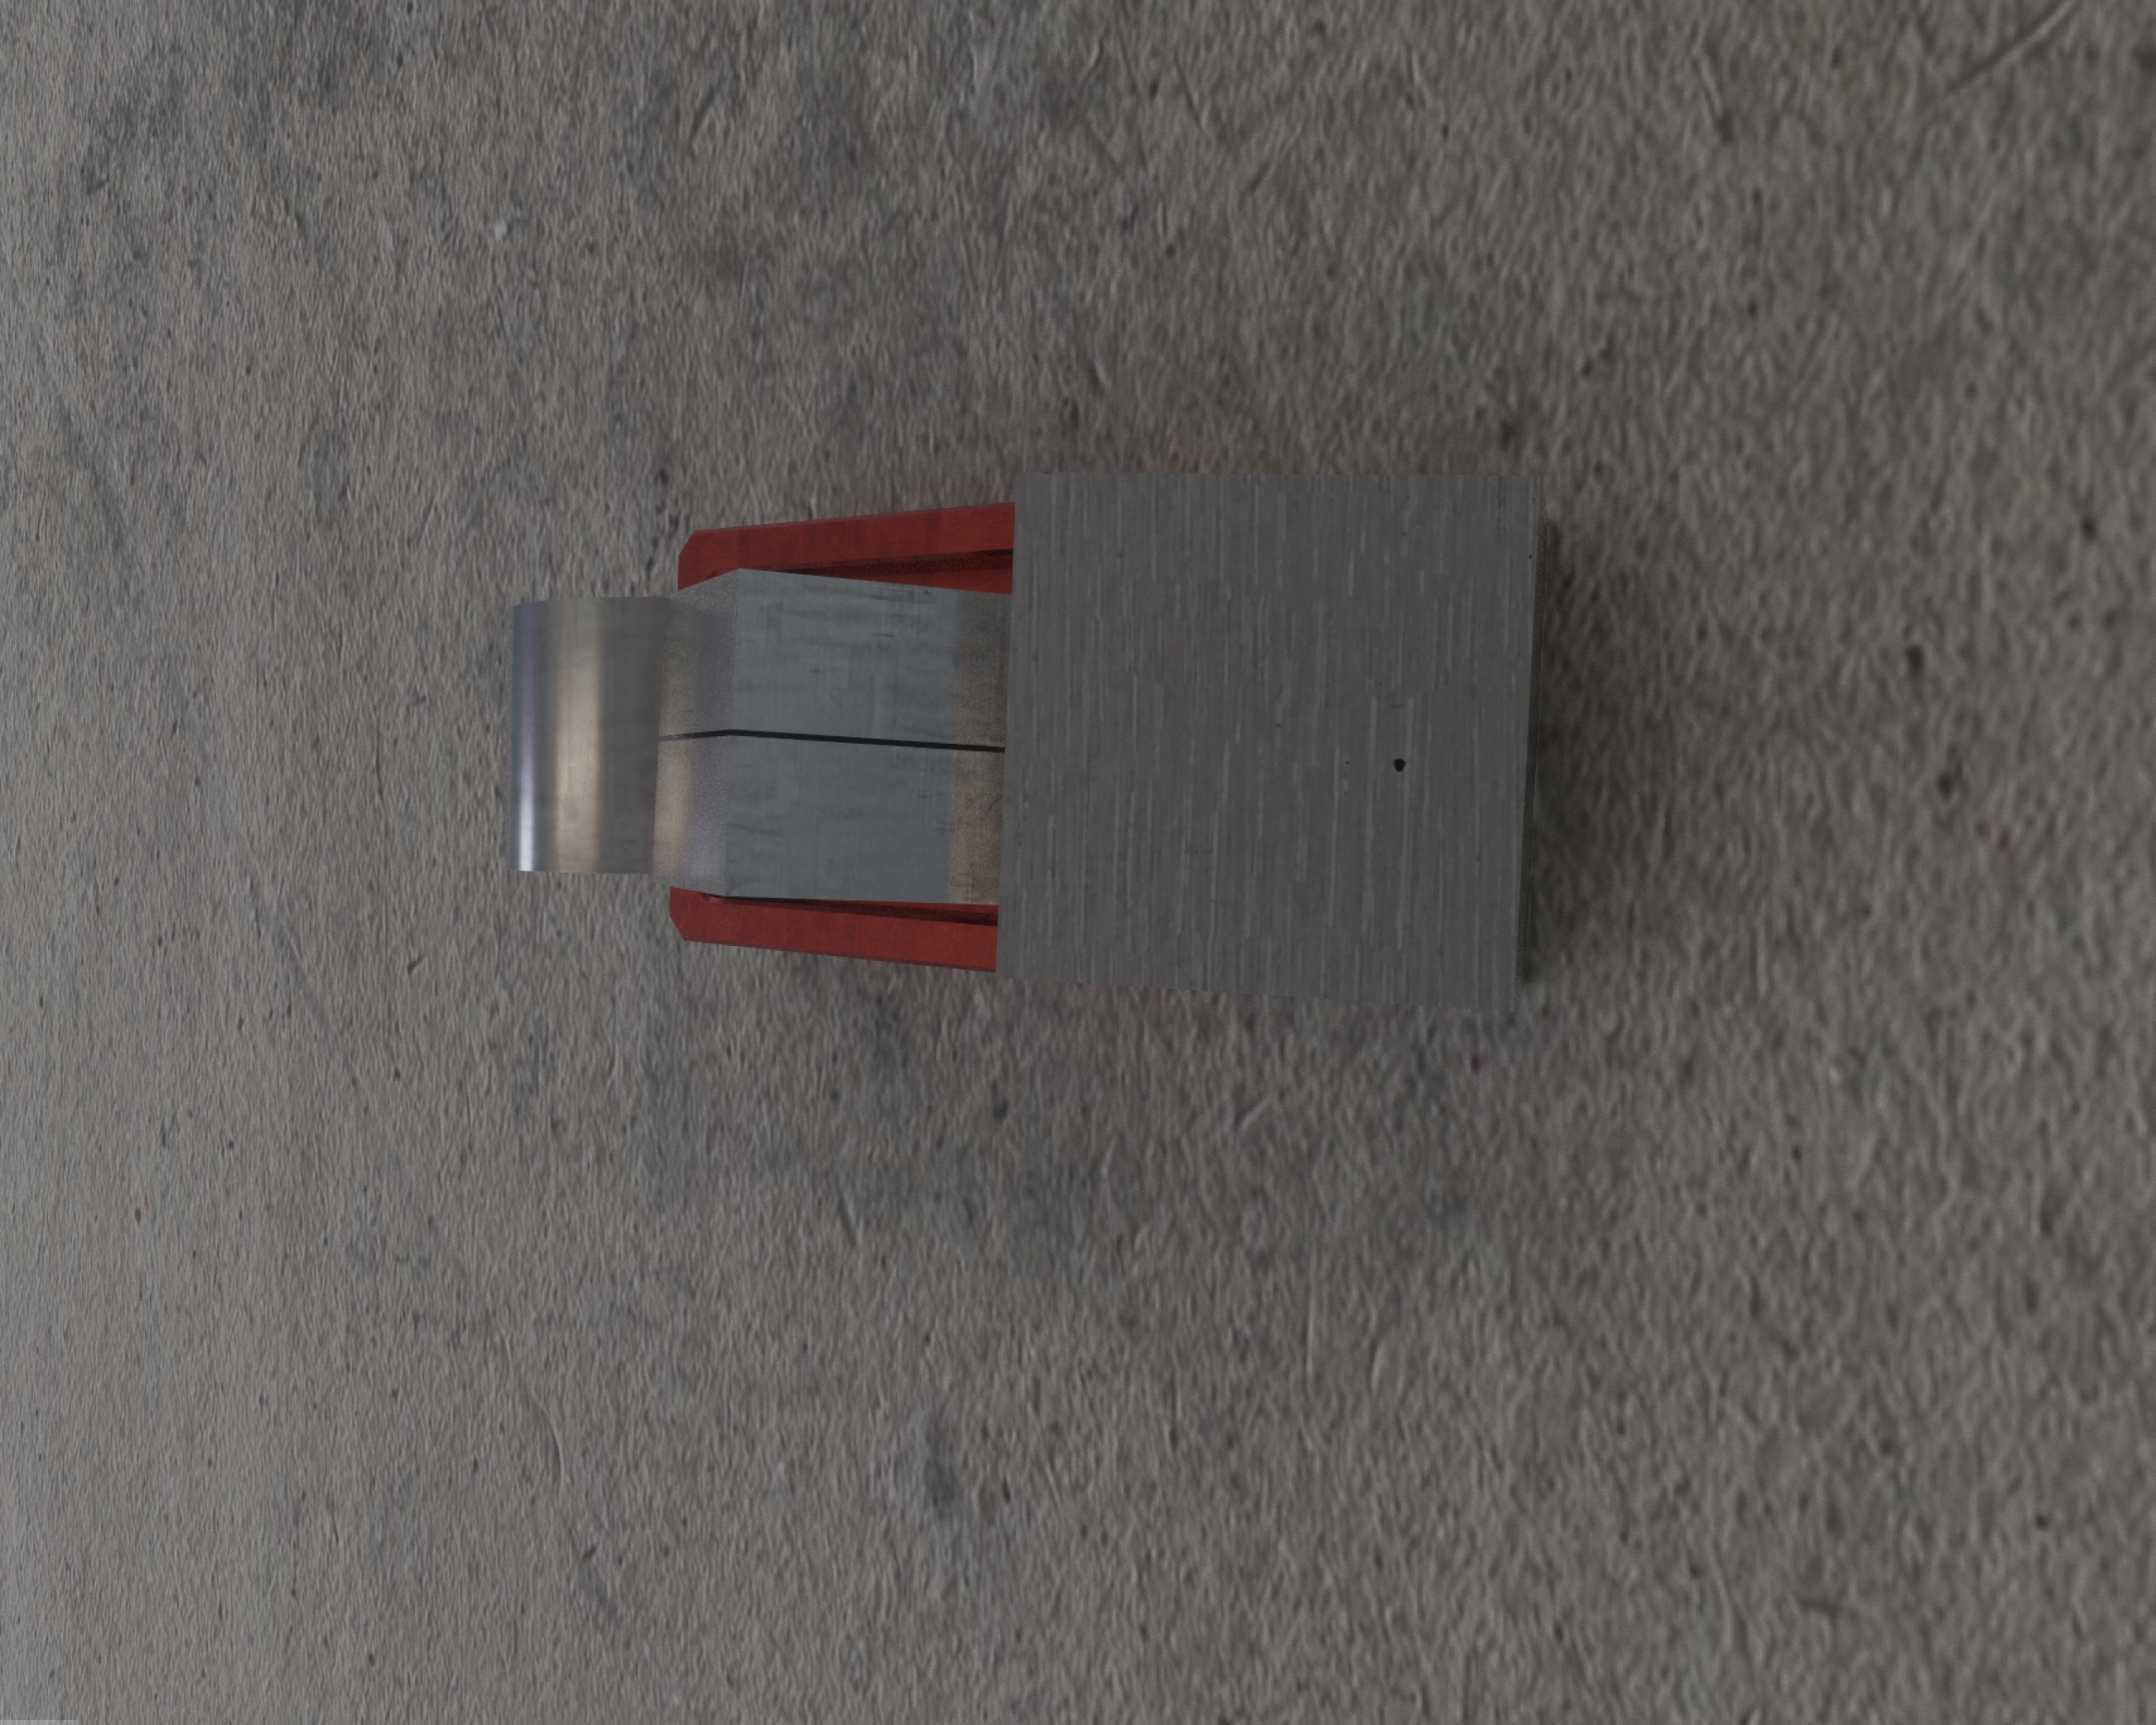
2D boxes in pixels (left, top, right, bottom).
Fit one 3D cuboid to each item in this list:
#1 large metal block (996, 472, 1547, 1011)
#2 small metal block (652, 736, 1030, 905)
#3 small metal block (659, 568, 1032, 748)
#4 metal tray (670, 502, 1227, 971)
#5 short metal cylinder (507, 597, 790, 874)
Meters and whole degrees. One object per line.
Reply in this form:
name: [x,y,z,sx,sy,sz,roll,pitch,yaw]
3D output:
large metal block: [0.034,-0.020,0.343,0.080,0.050,0.079,3,92,14]
small metal block: [-0.041,-0.007,0.355,0.050,0.050,0.025,-176,88,-66]
small metal block: [-0.040,-0.033,0.355,0.050,0.050,0.025,-176,88,-66]
metal tray: [-0.029,-0.025,0.427,0.130,0.030,0.089,3,92,40]
short metal cylinder: [-0.071,-0.023,0.413,0.080,0.081,0.050,2,91,40]
